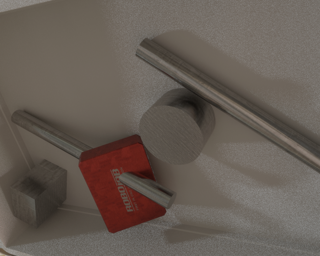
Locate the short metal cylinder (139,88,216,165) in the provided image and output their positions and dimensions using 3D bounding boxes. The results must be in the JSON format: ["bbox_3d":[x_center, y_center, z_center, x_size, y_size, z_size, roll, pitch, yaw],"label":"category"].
[{"bbox_3d":[0.022,-0.002,0.379,0.080,0.050,0.079,13,124,20],"label":"short metal cylinder"}]

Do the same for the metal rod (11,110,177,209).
[{"bbox_3d":[-0.112,0.039,0.466,0.301,0.025,0.025,25,127,21],"label":"metal rod"}]

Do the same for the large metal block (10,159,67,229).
[{"bbox_3d":[-0.214,0.117,0.555,0.050,0.080,0.079,24,127,13],"label":"large metal block"}]

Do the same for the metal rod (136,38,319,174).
[{"bbox_3d":[0.104,-0.012,0.346,0.301,0.025,0.025,33,129,5],"label":"metal rod"}]

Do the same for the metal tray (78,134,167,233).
[{"bbox_3d":[-0.052,0.083,0.452,0.091,0.030,0.129,-19,113,-3],"label":"metal tray"}]
